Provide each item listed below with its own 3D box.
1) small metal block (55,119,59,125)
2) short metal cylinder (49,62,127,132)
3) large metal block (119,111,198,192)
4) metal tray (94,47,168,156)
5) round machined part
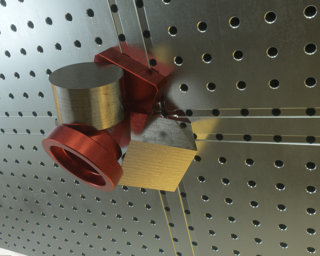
[{"bbox_3d":[-0.110,0.002,0.412,0.025,0.050,0.050,18,125,18],"label":"small metal block"},{"bbox_3d":[-0.080,-0.038,0.353,0.080,0.080,0.050,13,124,21],"label":"short metal cylinder"},{"bbox_3d":[-0.009,0.032,0.395,0.081,0.050,0.079,11,129,-16],"label":"large metal block"},{"bbox_3d":[-0.054,-0.030,0.417,0.090,0.030,0.129,30,128,8],"label":"metal tray"},{"bbox_3d":[-0.084,0.029,0.365,0.098,0.042,0.098,24,150,15],"label":"round machined part"}]
